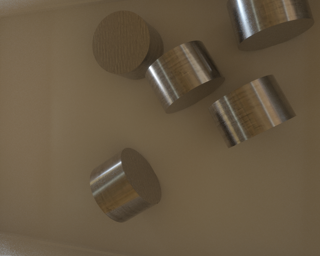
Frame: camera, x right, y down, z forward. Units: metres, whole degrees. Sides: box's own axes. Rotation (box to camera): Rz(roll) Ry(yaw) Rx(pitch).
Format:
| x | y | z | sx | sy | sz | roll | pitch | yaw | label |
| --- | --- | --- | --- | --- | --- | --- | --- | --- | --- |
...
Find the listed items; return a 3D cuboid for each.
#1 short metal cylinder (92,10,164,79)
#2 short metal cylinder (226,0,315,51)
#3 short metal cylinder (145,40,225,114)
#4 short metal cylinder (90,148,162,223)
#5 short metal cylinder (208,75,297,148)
| x | y | z | sx | sy | sz | roll | pitch | yaw | label |
| --- | --- | --- | --- | --- | --- | --- | --- | --- | --- |
| -0.041 | -0.108 | 0.412 | 0.080 | 0.050 | 0.080 | 0 | 90 | 20 | short metal cylinder |
| 0.119 | -0.124 | 0.339 | 0.080 | 0.080 | 0.050 | -15 | 85 | 19 | short metal cylinder |
| 0.030 | -0.059 | 0.371 | 0.080 | 0.080 | 0.050 | -32 | 80 | 17 | short metal cylinder |
| -0.042 | 0.072 | 0.396 | 0.050 | 0.080 | 0.080 | -34 | 79 | 17 | short metal cylinder |
| 0.101 | -0.017 | 0.345 | 0.080 | 0.080 | 0.050 | -29 | 81 | 18 | short metal cylinder |
